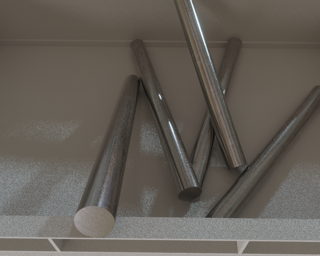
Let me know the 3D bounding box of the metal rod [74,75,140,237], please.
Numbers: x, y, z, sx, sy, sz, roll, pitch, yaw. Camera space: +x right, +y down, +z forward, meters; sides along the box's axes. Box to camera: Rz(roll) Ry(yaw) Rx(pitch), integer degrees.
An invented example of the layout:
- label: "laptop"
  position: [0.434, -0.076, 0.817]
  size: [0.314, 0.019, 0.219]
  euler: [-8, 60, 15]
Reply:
- label: "metal rod"
  position: [-0.041, -0.005, 0.328]
  size: [0.025, 0.025, 0.300]
  euler: [0, 25, 0]

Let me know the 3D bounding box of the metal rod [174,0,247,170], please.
- label: "metal rod"
  position: [0.054, -0.093, 0.405]
  size: [0.025, 0.025, 0.299]
  euler: [-12, 76, -10]

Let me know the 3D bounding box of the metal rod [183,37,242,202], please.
- label: "metal rod"
  position: [0.079, -0.034, 0.433]
  size: [0.025, 0.025, 0.301]
  euler: [14, 51, 12]

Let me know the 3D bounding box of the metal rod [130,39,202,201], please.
- label: "metal rod"
  position: [-0.004, -0.036, 0.417]
  size: [0.025, 0.025, 0.300]
  euler: [-10, 46, -9]

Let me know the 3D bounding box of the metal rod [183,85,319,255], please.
- label: "metal rod"
  position: [0.133, 0.035, 0.376]
  size: [0.025, 0.025, 0.302]
  euler: [34, 58, 25]
